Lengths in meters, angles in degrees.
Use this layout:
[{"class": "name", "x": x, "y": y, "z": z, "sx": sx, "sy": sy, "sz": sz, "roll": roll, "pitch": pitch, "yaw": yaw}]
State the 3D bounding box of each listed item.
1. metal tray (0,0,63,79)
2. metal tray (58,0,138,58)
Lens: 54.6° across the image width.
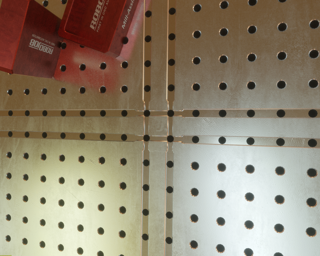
[{"class": "metal tray", "x": -0.172, "y": -0.116, "z": 0.417, "sx": 0.030, "sy": 0.130, "sz": 0.090, "roll": 17, "pitch": 96, "yaw": -1}, {"class": "metal tray", "x": -0.082, "y": -0.176, "z": 0.439, "sx": 0.090, "sy": 0.030, "sz": 0.129, "roll": 23, "pitch": 98, "yaw": 18}]
